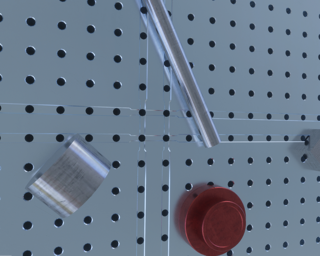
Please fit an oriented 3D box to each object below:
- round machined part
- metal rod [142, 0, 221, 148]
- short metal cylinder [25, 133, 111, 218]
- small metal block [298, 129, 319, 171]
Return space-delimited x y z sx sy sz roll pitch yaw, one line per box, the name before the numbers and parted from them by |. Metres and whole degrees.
round machined part | 0.080 0.132 0.435 0.099 0.042 0.097 0 90 -21
metal rod | 0.016 -0.112 0.419 0.025 0.025 0.299 -27 99 -18
short metal cylinder | -0.101 0.052 0.347 0.050 0.080 0.080 45 76 -15
small metal block | 0.267 0.037 0.514 0.050 0.025 0.050 -46 105 -15
